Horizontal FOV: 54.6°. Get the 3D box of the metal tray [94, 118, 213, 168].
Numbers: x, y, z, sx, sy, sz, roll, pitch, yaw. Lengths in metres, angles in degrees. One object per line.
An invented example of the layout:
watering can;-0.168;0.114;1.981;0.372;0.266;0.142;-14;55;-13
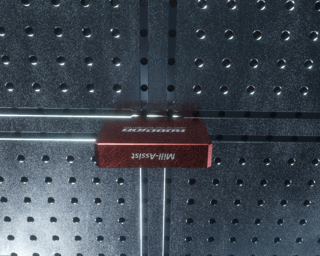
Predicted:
metal tray;-0.007;0.016;0.384;0.131;0.090;0.030;0;110;0
